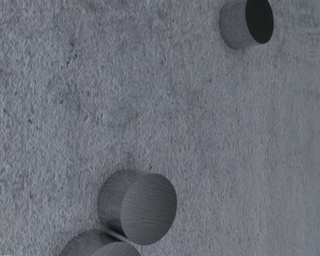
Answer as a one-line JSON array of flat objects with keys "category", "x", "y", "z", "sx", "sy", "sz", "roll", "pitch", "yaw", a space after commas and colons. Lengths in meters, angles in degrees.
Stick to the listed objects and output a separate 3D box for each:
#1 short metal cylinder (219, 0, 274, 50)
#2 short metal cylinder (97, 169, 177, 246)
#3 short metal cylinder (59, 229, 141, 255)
[{"category": "short metal cylinder", "x": 0.142, "y": -0.173, "z": 0.507, "sx": 0.081, "sy": 0.050, "sz": 0.080, "roll": 0, "pitch": 90, "yaw": -40}, {"category": "short metal cylinder", "x": -0.026, "y": 0.091, "z": 0.367, "sx": 0.081, "sy": 0.050, "sz": 0.080, "roll": 0, "pitch": 90, "yaw": -40}, {"category": "short metal cylinder", "x": -0.065, "y": 0.156, "z": 0.334, "sx": 0.081, "sy": 0.050, "sz": 0.080, "roll": 0, "pitch": 90, "yaw": -40}]
